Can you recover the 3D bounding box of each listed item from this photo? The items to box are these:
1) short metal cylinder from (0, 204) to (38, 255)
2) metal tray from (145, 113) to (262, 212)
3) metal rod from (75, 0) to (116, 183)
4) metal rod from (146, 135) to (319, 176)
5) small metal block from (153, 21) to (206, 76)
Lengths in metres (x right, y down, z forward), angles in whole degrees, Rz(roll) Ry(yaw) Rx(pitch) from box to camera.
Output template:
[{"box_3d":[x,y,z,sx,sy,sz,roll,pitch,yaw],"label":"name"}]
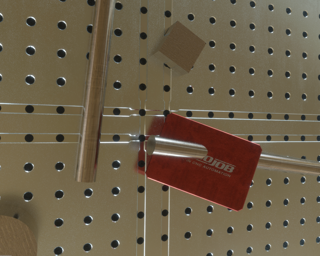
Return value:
[{"box_3d":[-0.176,0.128,0.335,0.081,0.050,0.079,0,90,-21],"label":"short metal cylinder"},{"box_3d":[0.056,0.044,0.409,0.131,0.030,0.090,20,83,1],"label":"metal tray"},{"box_3d":[-0.076,-0.084,0.385,0.025,0.025,0.298,7,88,-20],"label":"metal rod"},{"box_3d":[0.122,0.044,0.441,0.302,0.025,0.025,10,87,-27],"label":"metal rod"},{"box_3d":[0.027,-0.108,0.423,0.050,0.025,0.050,33,79,-17],"label":"small metal block"}]
